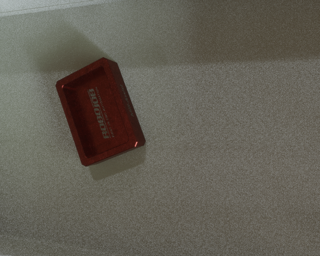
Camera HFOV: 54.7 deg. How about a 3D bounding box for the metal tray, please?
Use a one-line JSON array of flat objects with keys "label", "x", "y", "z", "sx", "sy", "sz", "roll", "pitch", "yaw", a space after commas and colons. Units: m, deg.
[{"label": "metal tray", "x": -0.085, "y": -0.021, "z": 0.436, "sx": 0.090, "sy": 0.030, "sz": 0.129, "roll": -23, "pitch": 83, "yaw": 18}]
